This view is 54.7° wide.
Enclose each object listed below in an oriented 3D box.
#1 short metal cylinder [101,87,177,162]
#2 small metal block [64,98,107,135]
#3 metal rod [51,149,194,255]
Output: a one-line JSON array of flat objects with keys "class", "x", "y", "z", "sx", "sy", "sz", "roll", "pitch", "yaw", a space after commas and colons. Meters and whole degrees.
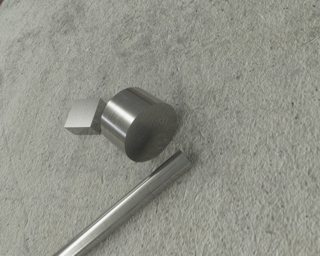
[{"class": "short metal cylinder", "x": -0.025, "y": -0.005, "z": 0.385, "sx": 0.050, "sy": 0.080, "sz": 0.080, "roll": 34, "pitch": 81, "yaw": 38}, {"class": "small metal block", "x": -0.111, "y": -0.017, "z": 0.473, "sx": 0.050, "sy": 0.025, "sz": 0.050, "roll": -1, "pitch": 61, "yaw": 27}, {"class": "metal rod", "x": -0.084, "y": 0.131, "z": 0.367, "sx": 0.300, "sy": 0.025, "sz": 0.025, "roll": -40, "pitch": 51, "yaw": 1}]
